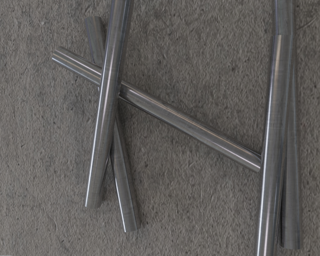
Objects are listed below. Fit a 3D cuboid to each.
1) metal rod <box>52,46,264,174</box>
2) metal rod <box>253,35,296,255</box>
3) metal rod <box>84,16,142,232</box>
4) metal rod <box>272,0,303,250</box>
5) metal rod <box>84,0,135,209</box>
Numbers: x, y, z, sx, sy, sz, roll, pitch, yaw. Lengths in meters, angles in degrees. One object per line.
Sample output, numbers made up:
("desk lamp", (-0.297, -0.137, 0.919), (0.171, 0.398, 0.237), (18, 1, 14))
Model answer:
("metal rod", (-0.009, -0.028, 0.395), (0.301, 0.025, 0.025), (29, 100, 11))
("metal rod", (0.124, 0.052, 0.345), (0.025, 0.025, 0.298), (5, 99, 20))
("metal rod", (-0.067, -0.008, 0.432), (0.025, 0.025, 0.298), (-13, 86, 19))
("metal rod", (0.146, -0.014, 0.357), (0.025, 0.025, 0.298), (-2, 89, 20))
("metal rod", (-0.066, -0.027, 0.389), (0.025, 0.025, 0.298), (20, 113, 19))
